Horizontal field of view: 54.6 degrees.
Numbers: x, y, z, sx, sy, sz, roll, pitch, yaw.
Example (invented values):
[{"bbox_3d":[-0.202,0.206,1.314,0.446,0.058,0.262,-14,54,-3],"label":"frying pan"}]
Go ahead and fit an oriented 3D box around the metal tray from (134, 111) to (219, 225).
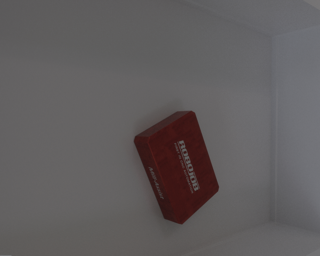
[{"bbox_3d":[0.027,0.052,0.425,0.091,0.030,0.129,-32,110,-35],"label":"metal tray"}]
